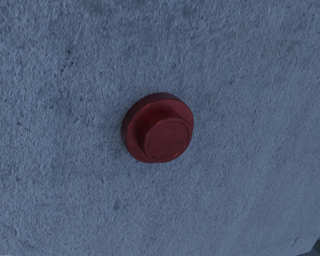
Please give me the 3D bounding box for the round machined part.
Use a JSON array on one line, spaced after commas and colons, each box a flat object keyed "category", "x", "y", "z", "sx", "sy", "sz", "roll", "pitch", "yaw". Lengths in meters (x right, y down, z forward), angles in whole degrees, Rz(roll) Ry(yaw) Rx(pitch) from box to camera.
[{"category": "round machined part", "x": 0.002, "y": 0.007, "z": 0.404, "sx": 0.099, "sy": 0.042, "sz": 0.097, "roll": -14, "pitch": 125, "yaw": -21}]
